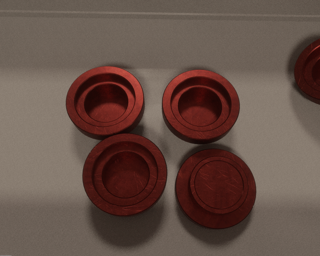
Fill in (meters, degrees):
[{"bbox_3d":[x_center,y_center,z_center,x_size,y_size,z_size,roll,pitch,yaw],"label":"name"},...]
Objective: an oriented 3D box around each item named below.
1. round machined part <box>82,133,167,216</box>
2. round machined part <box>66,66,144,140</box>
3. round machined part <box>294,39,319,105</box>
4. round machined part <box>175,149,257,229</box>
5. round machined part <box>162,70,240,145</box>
[{"bbox_3d":[-0.041,0.059,0.379,0.099,0.042,0.098,0,70,-1],"label":"round machined part"},{"bbox_3d":[-0.069,-0.029,0.409,0.099,0.042,0.098,0,68,0],"label":"round machined part"},{"bbox_3d":[0.236,-0.073,0.415,0.098,0.042,0.098,-14,64,31],"label":"round machined part"},{"bbox_3d":[0.068,0.072,0.375,0.099,0.042,0.098,0,70,-1],"label":"round machined part"},{"bbox_3d":[0.052,-0.024,0.410,0.099,0.042,0.098,0,70,-1],"label":"round machined part"}]
